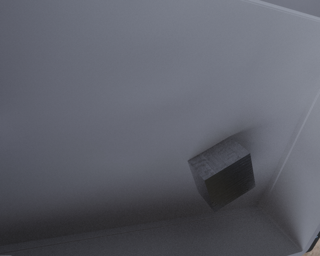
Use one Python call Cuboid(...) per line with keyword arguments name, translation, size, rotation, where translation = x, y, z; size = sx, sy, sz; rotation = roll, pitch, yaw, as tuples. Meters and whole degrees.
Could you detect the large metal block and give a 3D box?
Cuboid(name="large metal block", translation=(0.099, 0.073, 0.492), size=(0.080, 0.050, 0.080), rotation=(-29, 128, -10))
